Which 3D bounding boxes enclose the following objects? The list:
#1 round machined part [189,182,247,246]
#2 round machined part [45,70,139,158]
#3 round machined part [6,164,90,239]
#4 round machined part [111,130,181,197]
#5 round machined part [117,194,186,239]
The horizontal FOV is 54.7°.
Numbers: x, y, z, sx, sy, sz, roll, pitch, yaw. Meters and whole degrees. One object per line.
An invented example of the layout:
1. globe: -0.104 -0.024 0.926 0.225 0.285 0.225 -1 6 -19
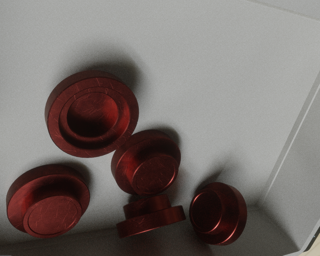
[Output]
1. round machined part: 0.085 0.134 0.493 0.042 0.098 0.098 23 106 -37
2. round machined part: -0.077 -0.018 0.345 0.099 0.042 0.097 -14 125 -21
3. round machined part: -0.135 0.097 0.385 0.099 0.042 0.097 -14 125 -21
4. round machined part: -0.014 0.055 0.426 0.099 0.042 0.097 -14 125 -21
5. round machined part: -0.015 0.125 0.448 0.099 0.042 0.098 -15 163 -4
